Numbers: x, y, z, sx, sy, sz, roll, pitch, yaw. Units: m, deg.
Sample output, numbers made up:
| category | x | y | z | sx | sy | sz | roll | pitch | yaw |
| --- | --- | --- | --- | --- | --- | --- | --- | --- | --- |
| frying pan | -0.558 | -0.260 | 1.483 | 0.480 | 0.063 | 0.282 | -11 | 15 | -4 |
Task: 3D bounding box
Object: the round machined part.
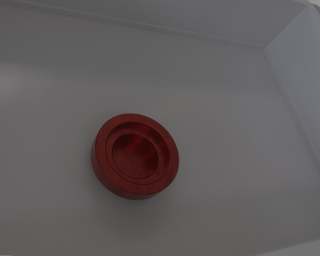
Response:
| category | x | y | z | sx | sy | sz | roll | pitch | yaw |
| --- | --- | --- | --- | --- | --- | --- | --- | --- | --- |
| round machined part | -0.031 | 0.035 | 0.356 | 0.099 | 0.042 | 0.098 | 13 | 56 | -21 |
